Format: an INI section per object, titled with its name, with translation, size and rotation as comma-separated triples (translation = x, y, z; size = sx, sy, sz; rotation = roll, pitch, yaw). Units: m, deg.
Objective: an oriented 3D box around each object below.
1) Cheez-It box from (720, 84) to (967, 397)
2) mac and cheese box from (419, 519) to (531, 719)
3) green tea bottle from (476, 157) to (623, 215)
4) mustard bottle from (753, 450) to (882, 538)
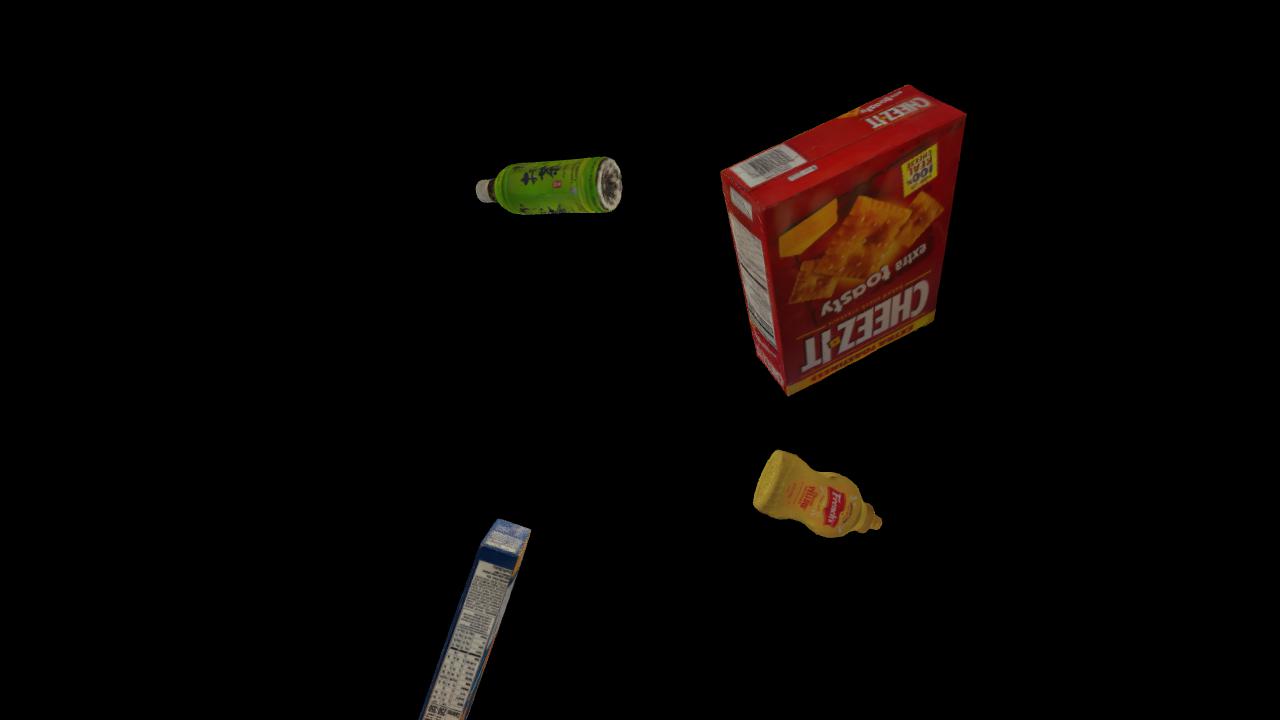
[Cheez-It box]
translation = 0.170, -0.088, 0.521
size = 0.166, 0.071, 0.223
rotation = -26, -42, -4
[mac and cheese box]
translation = -0.149, 0.245, 0.551
size = 0.041, 0.184, 0.093
rotation = 19, -3, -5
[green tea bottle]
translation = -0.129, -0.230, 0.824
size = 0.212, 0.073, 0.073
rotation = 5, 2, 28
[mustard bottle]
translation = 0.256, 0.198, 0.857
size = 0.184, 0.092, 0.054
rotation = 23, -6, -9
